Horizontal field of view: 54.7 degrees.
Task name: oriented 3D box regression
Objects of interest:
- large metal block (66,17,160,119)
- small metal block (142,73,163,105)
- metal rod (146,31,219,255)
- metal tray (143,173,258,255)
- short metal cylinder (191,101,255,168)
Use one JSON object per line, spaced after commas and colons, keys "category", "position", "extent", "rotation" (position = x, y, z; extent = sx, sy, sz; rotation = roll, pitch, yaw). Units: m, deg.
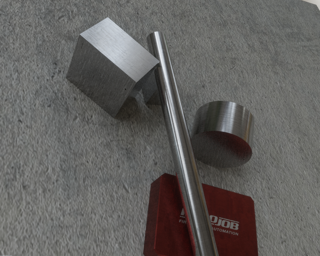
{"category": "large metal block", "position": [-0.060, -0.071, 0.381], "extent": [0.080, 0.080, 0.050], "rotation": [40, 51, -1]}
{"category": "small metal block", "position": [-0.004, -0.066, 0.427], "extent": [0.025, 0.050, 0.050], "rotation": [0, 62, -29]}
{"category": "metal rod", "position": [0.024, 0.020, 0.351], "extent": [0.025, 0.025, 0.299], "rotation": [0, 67, -29]}
{"category": "metal tray", "position": [0.051, 0.113, 0.361], "extent": [0.131, 0.030, 0.090], "rotation": [18, 54, -18]}
{"category": "short metal cylinder", "position": [0.082, 0.010, 0.409], "extent": [0.080, 0.080, 0.050], "rotation": [27, 52, -12]}
